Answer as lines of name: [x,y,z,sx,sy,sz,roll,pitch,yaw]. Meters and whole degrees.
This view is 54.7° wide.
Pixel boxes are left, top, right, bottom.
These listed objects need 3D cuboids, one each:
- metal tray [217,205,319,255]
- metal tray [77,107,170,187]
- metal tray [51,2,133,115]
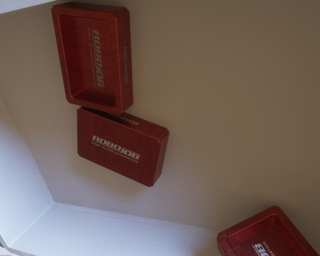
metal tray: [0.136,0.164,0.353,0.030,0.091,0.130,78,165,-46]
metal tray: [-0.057,0.022,0.450,0.130,0.030,0.089,21,127,15]
metal tray: [-0.083,-0.087,0.395,0.090,0.030,0.129,14,124,20]
